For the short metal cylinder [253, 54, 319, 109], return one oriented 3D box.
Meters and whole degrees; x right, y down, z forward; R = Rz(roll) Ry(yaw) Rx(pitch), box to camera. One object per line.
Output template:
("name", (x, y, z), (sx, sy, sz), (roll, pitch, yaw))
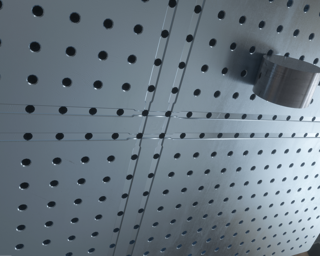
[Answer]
("short metal cylinder", (0.177, -0.067, 0.434), (0.081, 0.080, 0.050), (-4, 120, -27))
